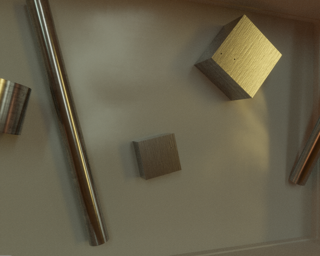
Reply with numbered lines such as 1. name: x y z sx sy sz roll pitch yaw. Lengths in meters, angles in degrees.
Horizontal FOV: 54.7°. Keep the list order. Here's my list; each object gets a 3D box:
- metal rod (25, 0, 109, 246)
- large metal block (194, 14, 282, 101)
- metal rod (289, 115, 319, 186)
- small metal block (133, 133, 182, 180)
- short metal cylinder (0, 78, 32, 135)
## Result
1. metal rod: -0.109 -0.005 0.370 0.025 0.025 0.298 -15 95 -20
2. large metal block: 0.110 -0.097 0.439 0.080 0.050 0.080 40 77 -16
3. metal rod: 0.260 -0.049 0.445 0.025 0.025 0.298 9 112 -20
4. small metal block: -0.004 0.036 0.410 0.050 0.025 0.050 -13 95 -20
5. short metal cylinder: -0.179 -0.025 0.315 0.081 0.080 0.050 13 86 -20
